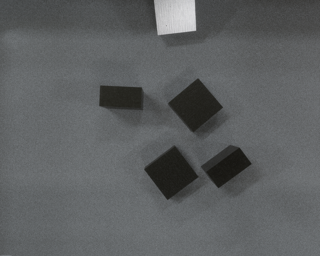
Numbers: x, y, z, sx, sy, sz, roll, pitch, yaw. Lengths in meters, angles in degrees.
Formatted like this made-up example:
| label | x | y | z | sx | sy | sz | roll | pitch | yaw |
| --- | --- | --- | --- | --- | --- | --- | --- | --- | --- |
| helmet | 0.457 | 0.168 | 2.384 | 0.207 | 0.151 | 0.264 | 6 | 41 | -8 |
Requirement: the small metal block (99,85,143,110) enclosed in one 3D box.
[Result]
| label | x | y | z | sx | sy | sz | roll | pitch | yaw |
| --- | --- | --- | --- | --- | --- | --- | --- | --- | --- |
| small metal block | -0.048 | -0.038 | 0.398 | 0.050 | 0.050 | 0.025 | 3 | 90 | -1 |

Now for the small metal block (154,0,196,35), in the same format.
| label | x | y | z | sx | sy | sz | roll | pitch | yaw |
| --- | --- | --- | --- | --- | --- | --- | --- | --- | --- |
| small metal block | 0.019 | -0.151 | 0.401 | 0.050 | 0.025 | 0.050 | -7 | 121 | 0 |

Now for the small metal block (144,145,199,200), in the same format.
| label | x | y | z | sx | sy | sz | roll | pitch | yaw |
| --- | --- | --- | --- | --- | --- | --- | --- | --- | --- |
| small metal block | 0.015 | 0.058 | 0.412 | 0.050 | 0.025 | 0.050 | -37 | 90 | 0 |

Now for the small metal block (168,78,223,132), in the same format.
| label | x | y | z | sx | sy | sz | roll | pitch | yaw |
| --- | --- | --- | --- | --- | --- | --- | --- | --- | --- |
| small metal block | 0.046 | -0.030 | 0.412 | 0.050 | 0.025 | 0.050 | -40 | 91 | 0 |

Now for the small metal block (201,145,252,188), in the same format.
| label | x | y | z | sx | sy | sz | roll | pitch | yaw |
| --- | --- | --- | --- | --- | --- | --- | --- | --- | --- |
| small metal block | 0.084 | 0.048 | 0.400 | 0.050 | 0.050 | 0.025 | -36 | 90 | 0 |
